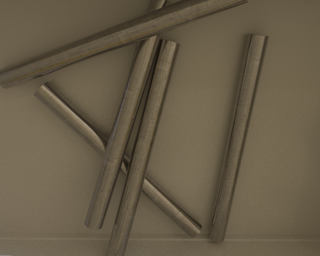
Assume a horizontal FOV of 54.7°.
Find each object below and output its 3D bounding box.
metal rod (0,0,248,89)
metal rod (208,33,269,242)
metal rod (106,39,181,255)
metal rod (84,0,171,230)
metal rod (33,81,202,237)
[{"bbox_3d":[-0.055,-0.100,0.350,0.301,0.025,0.025,-16,110,14],"label":"metal rod"},{"bbox_3d":[0.102,0.027,0.422,0.025,0.025,0.298,6,110,-3],"label":"metal rod"},{"bbox_3d":[-0.025,0.037,0.402,0.025,0.025,0.298,14,101,-6],"label":"metal rod"},{"bbox_3d":[-0.044,-0.009,0.387,0.025,0.025,0.298,17,102,-7],"label":"metal rod"},{"bbox_3d":[-0.048,0.052,0.429,0.025,0.025,0.300,-41,106,13],"label":"metal rod"}]
